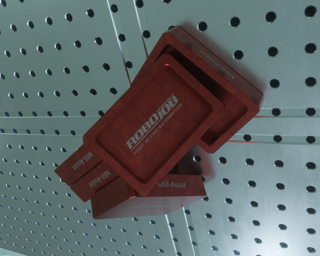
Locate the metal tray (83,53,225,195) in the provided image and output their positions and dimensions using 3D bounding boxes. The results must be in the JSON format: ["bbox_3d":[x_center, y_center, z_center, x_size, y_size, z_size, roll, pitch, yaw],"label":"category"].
[{"bbox_3d":[-0.006,-0.004,0.337,0.090,0.030,0.130,43,84,-2],"label":"metal tray"}]

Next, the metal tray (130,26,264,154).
[{"bbox_3d":[0.040,-0.041,0.359,0.130,0.030,0.089,39,129,1],"label":"metal tray"}]

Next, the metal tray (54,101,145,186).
[{"bbox_3d":[-0.078,0.020,0.420,0.030,0.090,0.129,49,128,-6],"label":"metal tray"}]

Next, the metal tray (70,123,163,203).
[{"bbox_3d":[-0.057,0.043,0.422,0.030,0.090,0.129,49,128,-6],"label":"metal tray"}]

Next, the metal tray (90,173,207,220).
[{"bbox_3d":[-0.013,0.091,0.413,0.090,0.131,0.030,-36,57,39],"label":"metal tray"}]
